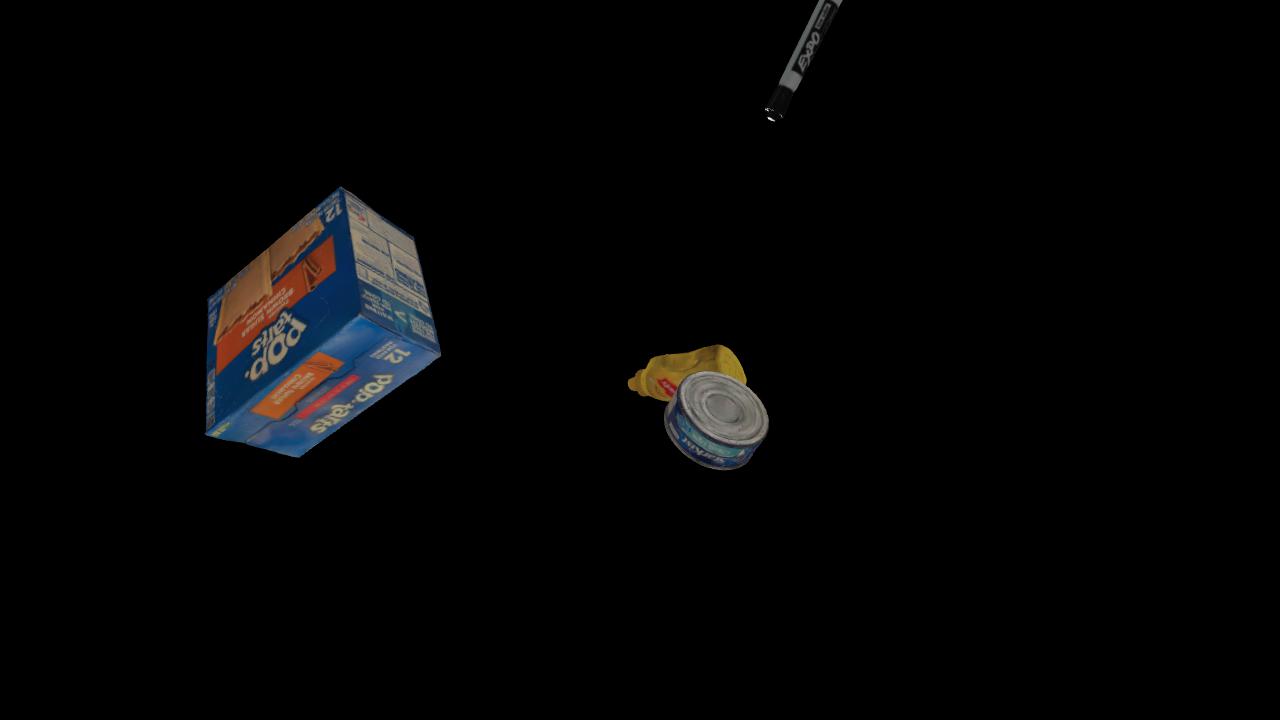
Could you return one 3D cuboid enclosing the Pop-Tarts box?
[{"bbox_3d":[-0.262,-0.027,0.501,0.167,0.141,0.083,-33,-32,15],"label":"Pop-Tarts box"}]

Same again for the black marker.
[{"bbox_3d":[0.144,-0.270,0.544,0.020,0.121,0.020,26,10,-5],"label":"black marker"}]

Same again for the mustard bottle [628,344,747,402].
[{"bbox_3d":[0.058,0.026,0.913,0.184,0.054,0.092,-9,-38,35],"label":"mustard bottle"}]

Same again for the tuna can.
[{"bbox_3d":[0.065,0.049,0.516,0.084,0.084,0.034,0,-43,-27],"label":"tuna can"}]
